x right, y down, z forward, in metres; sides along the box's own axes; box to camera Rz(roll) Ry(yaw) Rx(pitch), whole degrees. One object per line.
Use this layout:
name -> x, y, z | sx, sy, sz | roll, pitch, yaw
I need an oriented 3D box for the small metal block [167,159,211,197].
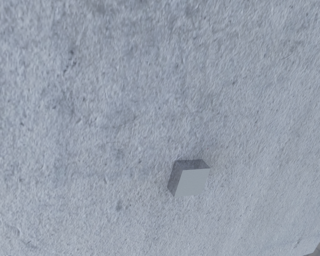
small metal block -> 0.044, 0.077, 0.477 | 0.050, 0.025, 0.050 | 1, 118, -29
